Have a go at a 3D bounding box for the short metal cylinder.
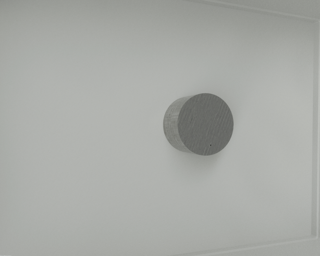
[{"bbox_3d":[0.051,-0.005,0.417,0.081,0.050,0.079,0,90,-21],"label":"short metal cylinder"}]
